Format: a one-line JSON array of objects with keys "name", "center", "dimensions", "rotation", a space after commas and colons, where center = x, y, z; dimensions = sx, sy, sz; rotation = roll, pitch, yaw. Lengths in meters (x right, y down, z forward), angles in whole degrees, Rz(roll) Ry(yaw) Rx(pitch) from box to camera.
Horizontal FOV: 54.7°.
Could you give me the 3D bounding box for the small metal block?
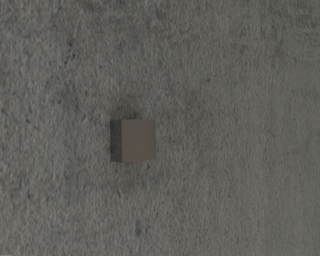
[{"name": "small metal block", "center": [-0.032, 0.014, 0.379], "dimensions": [0.050, 0.025, 0.050], "rotation": [-2, 91, -40]}]
